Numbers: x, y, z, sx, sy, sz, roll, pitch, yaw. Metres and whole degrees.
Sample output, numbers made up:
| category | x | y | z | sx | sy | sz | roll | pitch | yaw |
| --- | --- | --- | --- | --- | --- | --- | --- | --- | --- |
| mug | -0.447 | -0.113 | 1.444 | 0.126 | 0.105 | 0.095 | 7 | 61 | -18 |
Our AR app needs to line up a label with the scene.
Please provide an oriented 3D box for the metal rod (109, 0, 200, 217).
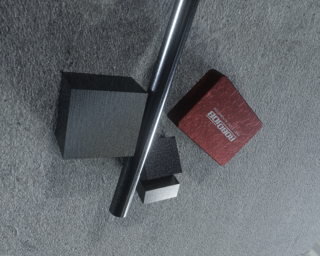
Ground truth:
| category | x | y | z | sx | sy | sz | roll | pitch | yaw |
| --- | --- | --- | --- | --- | --- | --- | --- | --- | --- |
| metal rod | -0.008 | -0.027 | 0.366 | 0.025 | 0.025 | 0.298 | 9 | 108 | -33 |

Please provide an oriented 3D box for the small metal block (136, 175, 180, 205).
| category | x | y | z | sx | sy | sz | roll | pitch | yaw |
| --- | --- | --- | --- | --- | --- | --- | --- | --- | --- |
| small metal block | -0.008 | 0.075 | 0.433 | 0.050 | 0.050 | 0.025 | -8 | 128 | -25 |

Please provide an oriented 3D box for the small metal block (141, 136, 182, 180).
| category | x | y | z | sx | sy | sz | roll | pitch | yaw |
| --- | --- | --- | --- | --- | --- | --- | --- | --- | --- |
| small metal block | -0.002 | 0.040 | 0.415 | 0.050 | 0.025 | 0.050 | -8 | 82 | -25 |

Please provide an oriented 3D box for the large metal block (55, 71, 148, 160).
| category | x | y | z | sx | sy | sz | roll | pitch | yaw |
| --- | --- | --- | --- | --- | --- | --- | --- | --- | --- |
| large metal block | -0.068 | -0.014 | 0.346 | 0.081 | 0.050 | 0.079 | 0 | 118 | -29 |

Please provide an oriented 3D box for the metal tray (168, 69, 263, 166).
| category | x | y | z | sx | sy | sz | roll | pitch | yaw |
| --- | --- | --- | --- | --- | --- | --- | --- | --- | --- |
| metal tray | 0.083 | -0.010 | 0.445 | 0.090 | 0.030 | 0.130 | -47 | 130 | 4 |
